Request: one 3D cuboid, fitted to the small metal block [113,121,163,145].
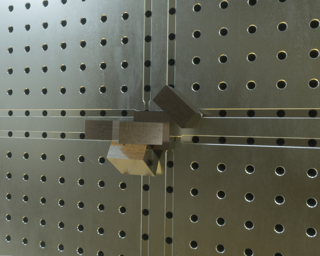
[{"bbox_3d":[-0.028,0.005,0.372,0.050,0.050,0.025,2,92,-17],"label":"small metal block"}]

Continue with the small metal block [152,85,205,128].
[{"bbox_3d":[0.025,-0.026,0.391,0.050,0.050,0.025,45,103,14],"label":"small metal block"}]

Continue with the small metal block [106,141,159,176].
[{"bbox_3d":[-0.034,0.041,0.409,0.050,0.050,0.025,1,59,20],"label":"small metal block"}]

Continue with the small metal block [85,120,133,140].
[{"bbox_3d":[-0.066,0.002,0.423,0.050,0.050,0.025,2,91,20],"label":"small metal block"}]

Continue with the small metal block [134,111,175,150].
[{"bbox_3d":[-0.008,0.003,0.416,0.050,0.025,0.050,2,90,19],"label":"small metal block"}]
